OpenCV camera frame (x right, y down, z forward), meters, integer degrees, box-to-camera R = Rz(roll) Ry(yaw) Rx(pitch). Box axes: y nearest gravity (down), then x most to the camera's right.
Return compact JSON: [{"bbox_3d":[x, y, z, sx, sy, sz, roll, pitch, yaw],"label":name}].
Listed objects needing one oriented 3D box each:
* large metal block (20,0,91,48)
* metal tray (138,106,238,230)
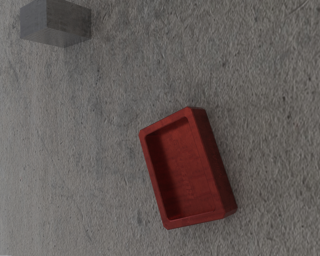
[{"bbox_3d":[-0.172,-0.172,0.511,0.080,0.081,0.050,-2,89,40],"label":"large metal block"},{"bbox_3d":[0.029,0.049,0.377,0.090,0.030,0.129,-26,74,37],"label":"metal tray"}]
